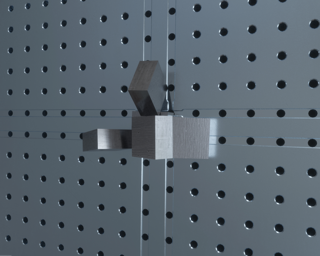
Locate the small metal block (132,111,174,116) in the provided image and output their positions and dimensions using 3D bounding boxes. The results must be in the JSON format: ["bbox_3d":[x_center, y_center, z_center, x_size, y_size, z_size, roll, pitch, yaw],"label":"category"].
[{"bbox_3d":[-0.010,0.003,0.417,0.050,0.025,0.050,3,91,20],"label":"small metal block"}]

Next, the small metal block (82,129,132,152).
[{"bbox_3d":[-0.070,0.017,0.414,0.050,0.050,0.025,-12,78,54],"label":"small metal block"}]

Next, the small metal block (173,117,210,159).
[{"bbox_3d":[0.034,0.012,0.389,0.050,0.025,0.050,2,91,-11],"label":"small metal block"}]

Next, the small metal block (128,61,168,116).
[{"bbox_3d":[-0.014,-0.050,0.394,0.025,0.050,0.050,3,55,21],"label":"small metal block"}]

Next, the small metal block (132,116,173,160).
[{"bbox_3d":[-0.010,0.011,0.378,0.050,0.025,0.050,-1,90,53],"label":"small metal block"}]
